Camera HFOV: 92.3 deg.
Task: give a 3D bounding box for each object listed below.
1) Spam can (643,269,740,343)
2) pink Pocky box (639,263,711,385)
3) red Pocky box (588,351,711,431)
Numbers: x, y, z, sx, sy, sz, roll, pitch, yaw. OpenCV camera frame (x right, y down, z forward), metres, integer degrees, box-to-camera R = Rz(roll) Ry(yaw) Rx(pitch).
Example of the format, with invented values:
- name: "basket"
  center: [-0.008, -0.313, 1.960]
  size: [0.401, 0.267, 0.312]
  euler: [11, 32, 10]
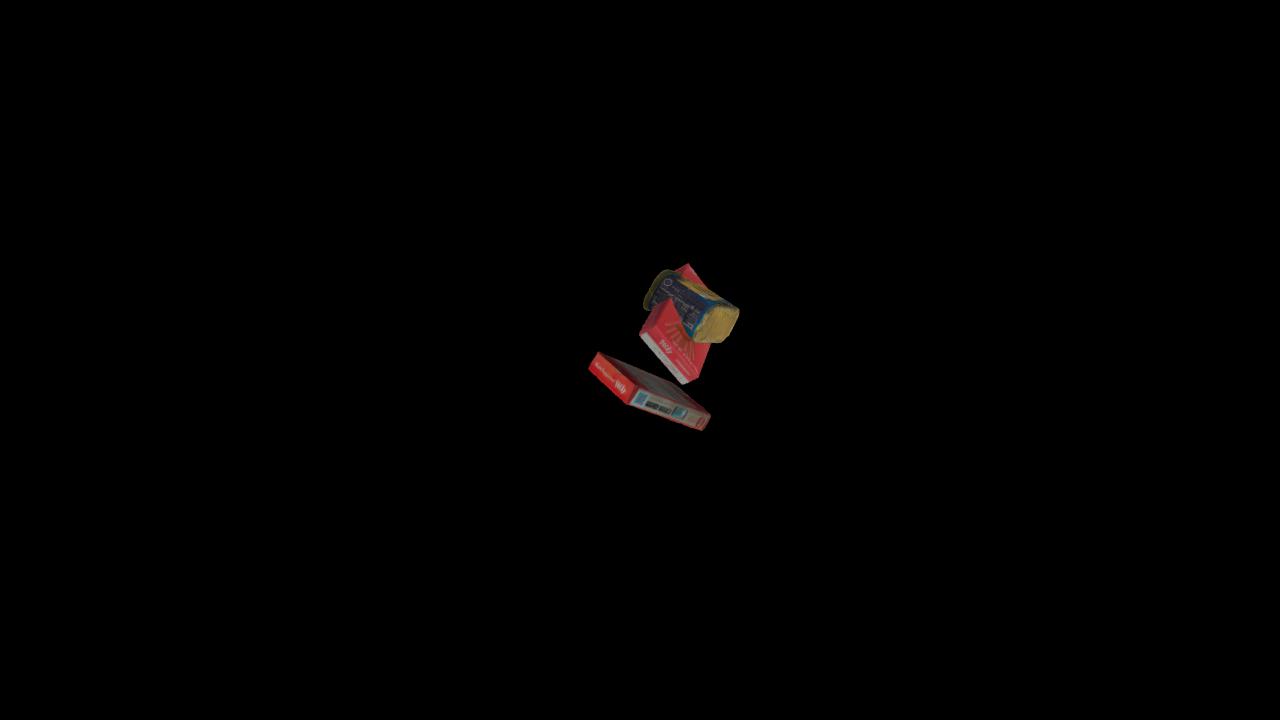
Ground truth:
- name: "Spam can"
  center: [0.067, -0.065, 0.768]
  size: [0.085, 0.058, 0.101]
  euler: [36, 19, 24]
- name: "pink Pocky box"
  center: [0.056, -0.048, 0.759]
  size: [0.029, 0.084, 0.155]
  euler: [-27, 22, 35]
- name: "red Pocky box"
  center: [0.014, 0.039, 0.744]
  size: [0.155, 0.028, 0.083]
  euler: [24, 13, -47]
